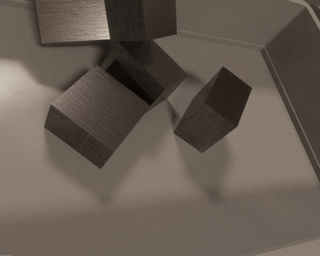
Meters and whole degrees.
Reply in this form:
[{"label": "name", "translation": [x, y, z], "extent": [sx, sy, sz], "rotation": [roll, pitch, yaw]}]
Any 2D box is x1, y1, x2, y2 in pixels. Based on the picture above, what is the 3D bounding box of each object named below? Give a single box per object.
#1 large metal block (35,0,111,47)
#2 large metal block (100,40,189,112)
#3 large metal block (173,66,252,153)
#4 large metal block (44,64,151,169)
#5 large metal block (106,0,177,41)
[{"label": "large metal block", "translation": [-0.107, -0.146, 0.385], "extent": [0.081, 0.050, 0.079], "rotation": [-7, 101, -12]}, {"label": "large metal block", "translation": [-0.020, -0.073, 0.410], "extent": [0.080, 0.050, 0.080], "rotation": [45, 33, 3]}, {"label": "large metal block", "translation": [0.072, -0.024, 0.426], "extent": [0.050, 0.080, 0.080], "rotation": [36, 51, -5]}, {"label": "large metal block", "translation": [-0.071, -0.014, 0.360], "extent": [0.080, 0.050, 0.080], "rotation": [38, 51, -3]}, {"label": "large metal block", "translation": [-0.021, -0.153, 0.382], "extent": [0.050, 0.079, 0.080], "rotation": [8, 24, 28]}]
